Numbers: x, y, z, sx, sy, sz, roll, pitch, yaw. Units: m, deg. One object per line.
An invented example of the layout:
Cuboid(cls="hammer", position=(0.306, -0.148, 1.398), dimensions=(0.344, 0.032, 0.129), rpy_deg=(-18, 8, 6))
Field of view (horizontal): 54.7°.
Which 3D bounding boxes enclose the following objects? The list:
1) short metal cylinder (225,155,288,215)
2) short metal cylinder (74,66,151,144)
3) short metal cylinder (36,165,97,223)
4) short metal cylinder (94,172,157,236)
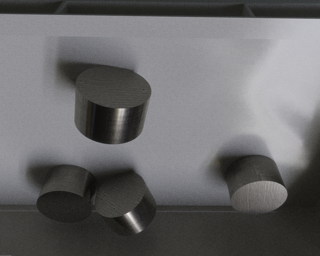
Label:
Cuboid(cls="short metal cylinder", position=(0.143, 0.086, 0.467), dimensions=(0.081, 0.050, 0.079), rpy_deg=(0, 130, 0))
Cuboid(cls="short metal cylinder", position=(-0.054, -0.027, 0.349), dimensions=(0.081, 0.080, 0.050), rpy_deg=(9, 130, -8))
Cuboid(cls="short metal cylinder", position=(-0.142, 0.102, 0.478), dimensions=(0.081, 0.050, 0.079), rpy_deg=(0, 130, 0))
Cuboid(cls="short metal cylinder", position=(-0.051, 0.114, 0.469), dimensions=(0.080, 0.080, 0.050), rpy_deg=(-14, 129, 11))
